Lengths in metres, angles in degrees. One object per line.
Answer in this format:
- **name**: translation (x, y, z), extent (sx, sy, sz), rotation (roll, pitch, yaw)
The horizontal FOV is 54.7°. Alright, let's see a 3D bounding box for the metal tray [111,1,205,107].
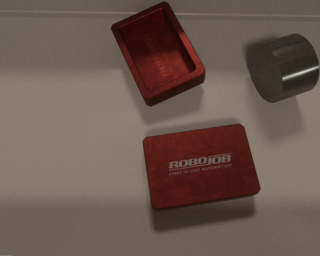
- **metal tray**: translation (-0.004, -0.106, 0.438), extent (0.090, 0.030, 0.130), rotation (-25, 72, -1)

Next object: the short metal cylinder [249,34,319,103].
- **short metal cylinder**: translation (0.162, -0.079, 0.411), extent (0.050, 0.080, 0.080), rotation (-19, 71, -7)

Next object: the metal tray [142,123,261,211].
- **metal tray**: translation (0.049, 0.049, 0.390), extent (0.131, 0.030, 0.090), rotation (-8, 70, -4)
